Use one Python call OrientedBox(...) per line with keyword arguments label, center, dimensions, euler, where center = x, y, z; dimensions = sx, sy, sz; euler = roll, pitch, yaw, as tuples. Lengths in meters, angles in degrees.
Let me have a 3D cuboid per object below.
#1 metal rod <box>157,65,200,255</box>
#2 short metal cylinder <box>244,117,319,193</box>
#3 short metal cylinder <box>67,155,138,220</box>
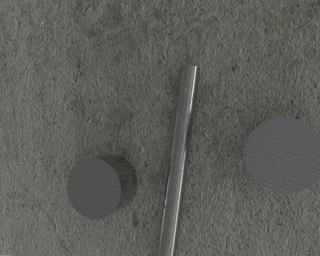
OrientedBox(label="metal rod", center=(0.020, 0.070, 0.401), dimensions=(0.025, 0.025, 0.298), euler=(8, 93, 20))
OrientedBox(label="short metal cylinder", center=(0.138, 0.028, 0.347), dimensions=(0.080, 0.050, 0.079), euler=(0, 90, 20))
OrientedBox(label="short metal cylinder", center=(-0.078, 0.078, 0.423), dimensions=(0.080, 0.050, 0.079), euler=(0, 90, 20))
